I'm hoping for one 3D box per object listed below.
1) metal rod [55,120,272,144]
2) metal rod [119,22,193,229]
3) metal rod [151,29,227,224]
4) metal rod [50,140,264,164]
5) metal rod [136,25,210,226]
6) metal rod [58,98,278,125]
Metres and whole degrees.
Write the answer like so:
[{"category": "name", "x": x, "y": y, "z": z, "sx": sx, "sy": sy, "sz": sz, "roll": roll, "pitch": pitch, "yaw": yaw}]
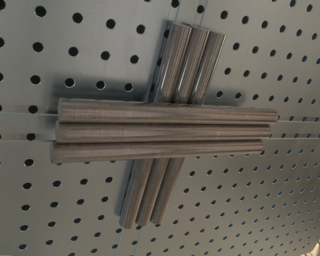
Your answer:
[{"category": "metal rod", "x": 0.026, "y": 0.004, "z": 0.395, "sx": 0.302, "sy": 0.025, "sz": 0.025, "roll": 0, "pitch": 118, "yaw": -29}, {"category": "metal rod", "x": -0.013, "y": 0.014, "z": 0.412, "sx": 0.025, "sy": 0.025, "sz": 0.298, "roll": 2, "pitch": 118, "yaw": -29}, {"category": "metal rod", "x": 0.031, "y": 0.015, "z": 0.437, "sx": 0.025, "sy": 0.025, "sz": 0.298, "roll": 2, "pitch": 118, "yaw": -29}, {"category": "metal rod", "x": 0.017, "y": 0.026, "z": 0.404, "sx": 0.302, "sy": 0.025, "sz": 0.025, "roll": 0, "pitch": 118, "yaw": -29}, {"category": "metal rod", "x": 0.009, "y": 0.014, "z": 0.424, "sx": 0.025, "sy": 0.025, "sz": 0.298, "roll": 2, "pitch": 118, "yaw": -29}, {"category": "metal rod", "x": 0.032, "y": -0.017, "z": 0.385, "sx": 0.302, "sy": 0.025, "sz": 0.025, "roll": 0, "pitch": 118, "yaw": -29}]
